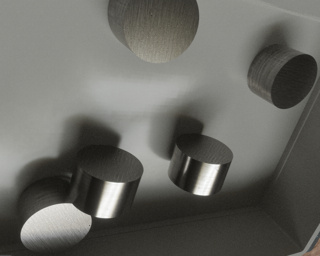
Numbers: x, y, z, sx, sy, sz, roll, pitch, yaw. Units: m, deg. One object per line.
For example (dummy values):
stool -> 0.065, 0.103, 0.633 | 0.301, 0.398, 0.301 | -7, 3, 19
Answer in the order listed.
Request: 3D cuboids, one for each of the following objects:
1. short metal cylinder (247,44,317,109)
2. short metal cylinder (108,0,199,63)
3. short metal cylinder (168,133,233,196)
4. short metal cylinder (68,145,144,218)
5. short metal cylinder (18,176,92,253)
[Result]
short metal cylinder -> 0.173, -0.074, 0.441 | 0.081, 0.050, 0.079 | -14, 124, -21
short metal cylinder -> -0.007, -0.113, 0.318 | 0.081, 0.050, 0.079 | -14, 125, -21
short metal cylinder -> 0.056, 0.049, 0.433 | 0.081, 0.080, 0.050 | -1, 119, -28
short metal cylinder -> -0.066, 0.062, 0.376 | 0.081, 0.080, 0.050 | 5, 116, -31
short metal cylinder -> -0.131, 0.108, 0.386 | 0.081, 0.050, 0.079 | -14, 125, -20
